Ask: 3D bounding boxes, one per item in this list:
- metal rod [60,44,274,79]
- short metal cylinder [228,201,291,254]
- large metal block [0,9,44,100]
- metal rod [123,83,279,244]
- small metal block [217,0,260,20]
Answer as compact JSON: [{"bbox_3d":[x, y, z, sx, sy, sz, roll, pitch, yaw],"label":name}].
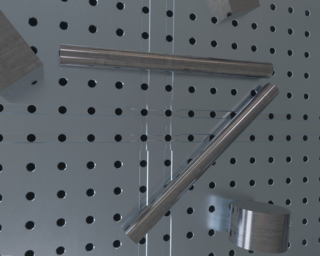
[{"bbox_3d":[0.023,-0.088,0.420,0.303,0.025,0.025,0,90,-20],"label":"metal rod"},{"bbox_3d":[0.138,0.136,0.435,0.081,0.080,0.050,6,88,-20],"label":"short metal cylinder"},{"bbox_3d":[-0.168,-0.079,0.321,0.050,0.080,0.080,-39,103,-16],"label":"large metal block"},{"bbox_3d":[0.067,0.040,0.437,0.301,0.025,0.025,-44,104,-15],"label":"metal rod"},{"bbox_3d":[0.112,-0.193,0.454,0.050,0.025,0.050,-22,98,-19],"label":"small metal block"}]
